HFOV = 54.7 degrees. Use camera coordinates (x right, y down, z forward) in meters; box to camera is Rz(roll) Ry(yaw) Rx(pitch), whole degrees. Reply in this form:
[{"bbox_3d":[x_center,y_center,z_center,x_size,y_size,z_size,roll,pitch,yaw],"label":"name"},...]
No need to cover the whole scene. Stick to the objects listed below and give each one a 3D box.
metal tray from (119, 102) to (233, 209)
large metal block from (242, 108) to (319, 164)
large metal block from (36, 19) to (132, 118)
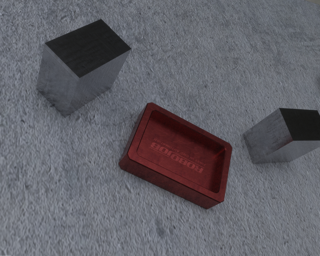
[{"bbox_3d":[0.024,0.034,0.392,0.131,0.030,0.090,27,52,-11],"label":"metal tray"},{"bbox_3d":[0.186,0.014,0.460,0.081,0.080,0.050,1,62,-28],"label":"large metal block"},{"bbox_3d":[-0.090,-0.069,0.362,0.050,0.080,0.080,45,51,3],"label":"large metal block"}]
